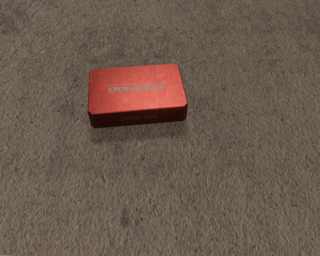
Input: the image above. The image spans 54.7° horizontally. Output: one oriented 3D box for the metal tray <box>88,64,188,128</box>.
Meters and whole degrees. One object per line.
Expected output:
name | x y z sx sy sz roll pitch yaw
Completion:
metal tray | -0.033 -0.048 0.440 0.131 0.030 0.090 -5 50 -5
